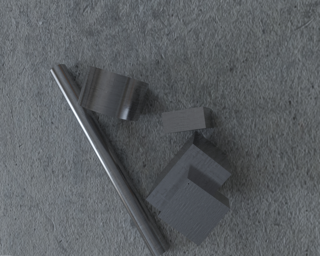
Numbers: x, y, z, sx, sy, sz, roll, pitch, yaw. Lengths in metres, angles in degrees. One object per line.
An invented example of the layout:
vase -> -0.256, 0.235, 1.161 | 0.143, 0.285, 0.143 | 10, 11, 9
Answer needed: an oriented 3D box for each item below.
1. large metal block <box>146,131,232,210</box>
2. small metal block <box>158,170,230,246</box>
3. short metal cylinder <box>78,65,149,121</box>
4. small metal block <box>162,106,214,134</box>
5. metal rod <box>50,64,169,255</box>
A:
large metal block -> 0.035, 0.055, 0.362 | 0.050, 0.080, 0.080 | 39, 102, 1
small metal block -> 0.034, 0.080, 0.312 | 0.050, 0.025, 0.050 | 36, 102, 1
short metal cylinder -> -0.060, -0.045, 0.400 | 0.080, 0.080, 0.050 | 19, 96, 18
small metal block -> 0.035, -0.009, 0.383 | 0.050, 0.050, 0.025 | -8, 88, 19
metal rod -> -0.075, 0.038, 0.434 | 0.025, 0.025, 0.299 | -34, 79, 16
